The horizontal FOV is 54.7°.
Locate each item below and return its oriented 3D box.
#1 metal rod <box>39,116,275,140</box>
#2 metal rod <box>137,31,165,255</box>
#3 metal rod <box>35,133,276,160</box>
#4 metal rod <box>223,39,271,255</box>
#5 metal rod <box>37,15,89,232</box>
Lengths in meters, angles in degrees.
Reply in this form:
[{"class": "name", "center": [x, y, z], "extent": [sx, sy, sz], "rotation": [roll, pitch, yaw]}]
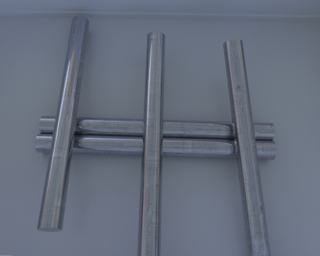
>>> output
[{"class": "metal rod", "center": [-0.004, 0.001, 0.408], "extent": [0.302, 0.025, 0.025], "rotation": [2, 70, 0]}, {"class": "metal rod", "center": [-0.009, 0.014, 0.377], "extent": [0.025, 0.025, 0.299], "rotation": [1, 70, 0]}, {"class": "metal rod", "center": [-0.005, 0.024, 0.400], "extent": [0.302, 0.025, 0.025], "rotation": [2, 70, 0]}, {"class": "metal rod", "center": [0.105, 0.036, 0.373], "extent": [0.025, 0.025, 0.298], "rotation": [-4, 78, -2]}, {"class": "metal rod", "center": [-0.116, -0.026, 0.391], "extent": [0.025, 0.025, 0.299], "rotation": [-1, 62, -1]}]
